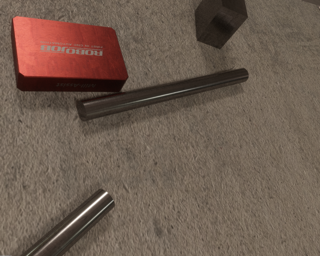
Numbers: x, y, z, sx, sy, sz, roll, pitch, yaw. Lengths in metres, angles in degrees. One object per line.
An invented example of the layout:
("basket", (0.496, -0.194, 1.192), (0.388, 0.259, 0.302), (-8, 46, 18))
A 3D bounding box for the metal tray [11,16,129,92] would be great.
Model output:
("metal tray", (-0.114, -0.092, 0.396), (0.131, 0.030, 0.090), (-3, 63, -30))

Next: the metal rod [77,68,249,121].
("metal rod", (0.026, -0.056, 0.453), (0.302, 0.025, 0.025), (-17, 71, -35))

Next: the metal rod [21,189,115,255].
("metal rod", (-0.148, 0.149, 0.233), (0.025, 0.025, 0.302), (47, 51, 4))

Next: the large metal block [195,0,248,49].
("large metal block", (0.106, -0.203, 0.552), (0.050, 0.080, 0.080), (14, 56, -21))
